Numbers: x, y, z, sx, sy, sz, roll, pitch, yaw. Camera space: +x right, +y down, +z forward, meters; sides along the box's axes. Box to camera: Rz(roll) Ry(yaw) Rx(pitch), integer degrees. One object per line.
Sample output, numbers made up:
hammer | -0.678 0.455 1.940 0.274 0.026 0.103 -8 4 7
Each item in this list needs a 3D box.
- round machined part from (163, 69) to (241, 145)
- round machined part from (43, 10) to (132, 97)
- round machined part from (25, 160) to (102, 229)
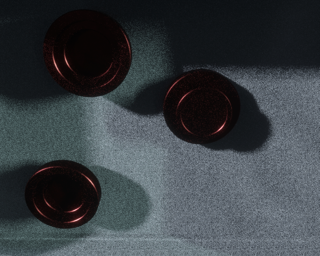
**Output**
round machined part | 0.053 -0.023 0.394 0.099 0.042 0.097 0 110 0
round machined part | -0.082 -0.089 0.369 0.099 0.042 0.097 0 110 0
round machined part | -0.131 0.088 0.433 0.099 0.042 0.097 0 110 0
